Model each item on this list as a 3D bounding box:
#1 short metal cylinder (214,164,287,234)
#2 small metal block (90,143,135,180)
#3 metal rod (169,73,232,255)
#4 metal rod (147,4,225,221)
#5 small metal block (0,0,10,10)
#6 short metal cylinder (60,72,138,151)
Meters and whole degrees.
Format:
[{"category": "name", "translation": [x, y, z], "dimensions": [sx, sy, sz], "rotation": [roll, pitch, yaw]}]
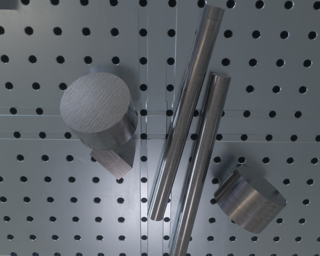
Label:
[{"category": "short metal cylinder", "translation": [0.121, 0.094, 0.420], "dimensions": [0.080, 0.080, 0.050], "rotation": [31, 107, -11]}, {"category": "small metal block", "translation": [-0.061, 0.033, 0.412], "dimensions": [0.025, 0.050, 0.050], "rotation": [-41, 105, 14]}, {"category": "metal rod", "translation": [0.052, 0.072, 0.440], "dimensions": [0.025, 0.025, 0.298], "rotation": [9, 110, -4]}, {"category": "metal rod", "translation": [0.028, -0.005, 0.411], "dimensions": [0.025, 0.025, 0.298], "rotation": [13, 110, -5]}, {"category": "small metal block", "translation": [-0.200, -0.166, 0.350], "dimensions": [0.050, 0.025, 0.050], "rotation": [13, 110, -5]}, {"category": "short metal cylinder", "translation": [-0.070, -0.019, 0.369], "dimensions": [0.080, 0.080, 0.050], "rotation": [-8, 152, 3]}]
